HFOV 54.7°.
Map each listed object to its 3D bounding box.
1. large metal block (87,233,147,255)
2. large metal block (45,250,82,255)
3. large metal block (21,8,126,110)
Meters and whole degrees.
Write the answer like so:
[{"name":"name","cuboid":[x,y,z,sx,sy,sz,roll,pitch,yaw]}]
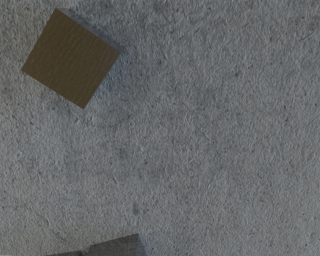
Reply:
[{"name":"large metal block","cuboid":[-0.061,0.220,0.477,0.080,0.050,0.080,-16,110,5]},{"name":"large metal block","cuboid":[-0.160,0.247,0.486,0.080,0.050,0.079,-10,110,3]},{"name":"large metal block","cuboid":[-0.099,-0.082,0.365,0.080,0.050,0.080,33,107,-12]}]
